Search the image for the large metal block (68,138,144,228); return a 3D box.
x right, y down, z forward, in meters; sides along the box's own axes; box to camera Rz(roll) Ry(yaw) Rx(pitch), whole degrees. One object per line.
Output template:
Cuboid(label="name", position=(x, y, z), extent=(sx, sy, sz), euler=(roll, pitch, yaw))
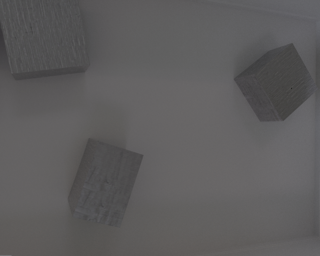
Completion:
Cuboid(label="large metal block", position=(-0.066, 0.058, 0.357), extent=(0.050, 0.080, 0.080), euler=(20, 84, -19))

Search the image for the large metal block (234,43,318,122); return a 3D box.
Cuboid(label="large metal block", position=(0.172, -0.065, 0.460), extent=(0.080, 0.050, 0.080), euler=(-39, 103, -16))

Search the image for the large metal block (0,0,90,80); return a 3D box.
Cuboid(label="large metal block", position=(-0.130, -0.102, 0.349), extent=(0.081, 0.050, 0.080), euler=(-11, 94, -20))
